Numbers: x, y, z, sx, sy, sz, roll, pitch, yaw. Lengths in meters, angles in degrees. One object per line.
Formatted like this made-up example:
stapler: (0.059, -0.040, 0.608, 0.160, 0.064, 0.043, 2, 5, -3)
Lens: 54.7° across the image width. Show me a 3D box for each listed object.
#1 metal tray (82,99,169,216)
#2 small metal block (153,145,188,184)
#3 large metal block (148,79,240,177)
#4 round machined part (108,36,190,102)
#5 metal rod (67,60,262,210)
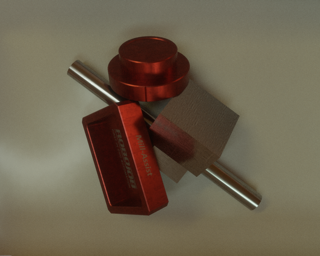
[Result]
metal tray: (-0.046, 0.038, 0.378, 0.030, 0.090, 0.129, -17, 90, -41)
small metal block: (0.008, 0.042, 0.397, 0.050, 0.050, 0.025, 38, 90, -1)
large metal block: (0.040, -0.002, 0.378, 0.080, 0.050, 0.080, 37, 47, 0)
round machined part: (-0.013, -0.077, 0.371, 0.099, 0.098, 0.042, -2, 131, -1)
metal rod: (0.007, 0.010, 0.410, 0.301, 0.025, 0.025, 37, 90, -1)
